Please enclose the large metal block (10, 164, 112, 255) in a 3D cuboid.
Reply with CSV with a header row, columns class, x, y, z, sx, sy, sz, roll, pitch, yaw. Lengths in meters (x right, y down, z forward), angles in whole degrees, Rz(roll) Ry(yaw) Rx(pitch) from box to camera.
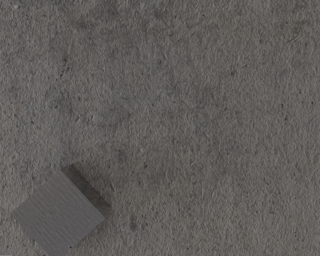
class,x,y,z,sx,sy,sz,roll,pitch,yaw
large metal block,-0.122,0.106,0.396,0.080,0.050,0.080,-42,90,0
